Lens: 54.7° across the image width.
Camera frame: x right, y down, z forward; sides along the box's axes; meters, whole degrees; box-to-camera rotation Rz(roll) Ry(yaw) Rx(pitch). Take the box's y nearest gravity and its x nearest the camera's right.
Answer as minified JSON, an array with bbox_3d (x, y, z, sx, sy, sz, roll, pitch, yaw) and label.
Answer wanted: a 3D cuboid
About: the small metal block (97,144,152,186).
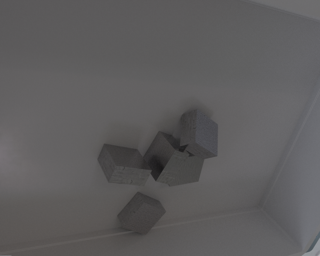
[{"bbox_3d":[-0.046,0.047,0.396,0.050,0.050,0.025,13,112,-34],"label":"small metal block"}]

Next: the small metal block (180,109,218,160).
[{"bbox_3d":[0.055,0.010,0.426,0.025,0.050,0.050,-19,142,39],"label":"small metal block"}]

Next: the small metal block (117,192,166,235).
[{"bbox_3d":[-0.028,0.131,0.475,0.050,0.025,0.050,34,99,-39],"label":"small metal block"}]

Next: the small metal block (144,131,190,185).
[{"bbox_3d":[0.006,0.040,0.420,0.025,0.050,0.050,20,108,-36],"label":"small metal block"}]

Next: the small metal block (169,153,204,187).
[{"bbox_3d":[0.035,0.056,0.463,0.050,0.025,0.050,-5,121,-26],"label":"small metal block"}]
